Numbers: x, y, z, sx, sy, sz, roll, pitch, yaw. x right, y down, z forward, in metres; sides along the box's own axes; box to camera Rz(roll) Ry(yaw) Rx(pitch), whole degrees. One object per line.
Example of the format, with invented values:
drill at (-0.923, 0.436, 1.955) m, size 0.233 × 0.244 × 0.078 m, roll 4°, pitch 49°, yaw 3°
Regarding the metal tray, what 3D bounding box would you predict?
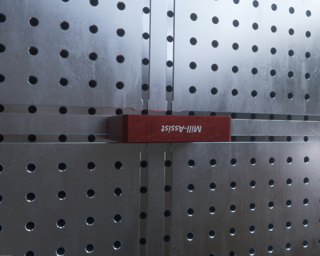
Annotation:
metal tray at (0.009, 0.001, 0.381) m, size 0.131 × 0.090 × 0.030 m, roll 0°, pitch 90°, yaw -20°
